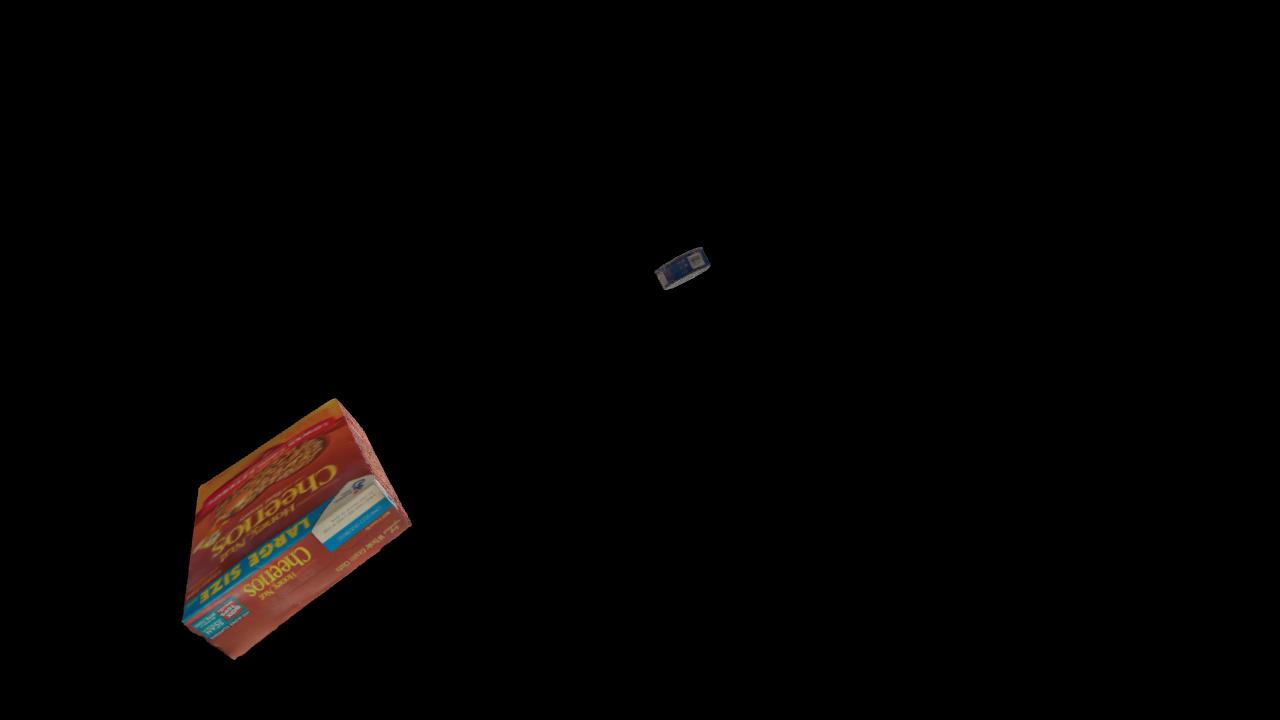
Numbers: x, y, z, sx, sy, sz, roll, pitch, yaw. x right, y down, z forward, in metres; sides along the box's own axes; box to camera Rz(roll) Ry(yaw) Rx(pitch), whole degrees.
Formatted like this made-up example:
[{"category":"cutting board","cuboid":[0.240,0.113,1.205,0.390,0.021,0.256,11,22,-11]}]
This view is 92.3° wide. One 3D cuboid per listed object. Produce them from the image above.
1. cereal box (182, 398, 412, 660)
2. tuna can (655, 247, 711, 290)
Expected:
[{"category":"cereal box","cuboid":[-0.408,0.171,0.726,0.203,0.081,0.306,-38,30,-18]},{"category":"tuna can","cuboid":[0.067,-0.142,0.958,0.084,0.034,0.084,-27,0,0]}]
